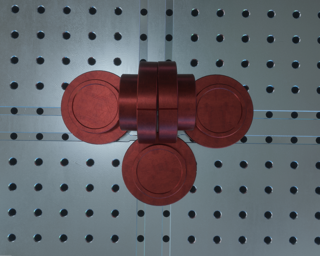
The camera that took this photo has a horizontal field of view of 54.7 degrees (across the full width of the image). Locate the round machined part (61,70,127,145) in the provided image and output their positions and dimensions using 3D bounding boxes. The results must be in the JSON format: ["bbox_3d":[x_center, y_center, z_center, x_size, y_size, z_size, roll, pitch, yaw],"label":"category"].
[{"bbox_3d":[-0.080,-0.027,0.404,0.099,0.042,0.097,0,90,-1],"label":"round machined part"}]

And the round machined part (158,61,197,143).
[{"bbox_3d":[0.019,-0.031,0.372,0.042,0.098,0.097,-1,90,0],"label":"round machined part"}]

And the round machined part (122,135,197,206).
[{"bbox_3d":[-0.001,0.054,0.405,0.099,0.042,0.097,0,90,-1],"label":"round machined part"}]

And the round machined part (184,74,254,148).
[{"bbox_3d":[0.074,-0.022,0.405,0.099,0.042,0.097,0,90,-1],"label":"round machined part"}]

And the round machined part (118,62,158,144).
[{"bbox_3d":[-0.025,-0.030,0.370,0.042,0.098,0.097,1,90,0],"label":"round machined part"}]
